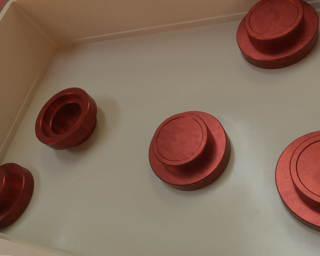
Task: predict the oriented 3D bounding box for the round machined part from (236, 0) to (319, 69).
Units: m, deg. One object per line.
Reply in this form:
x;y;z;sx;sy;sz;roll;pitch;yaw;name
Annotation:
0.146;-0.127;0.391;0.098;0.042;0.098;-12;61;23;round machined part

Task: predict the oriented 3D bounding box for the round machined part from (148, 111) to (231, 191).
0.030;0.021;0.366;0.098;0.042;0.098;-13;56;21;round machined part

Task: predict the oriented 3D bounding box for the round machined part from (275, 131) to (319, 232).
0.158;0.044;0.285;0.098;0.042;0.098;-13;56;21;round machined part

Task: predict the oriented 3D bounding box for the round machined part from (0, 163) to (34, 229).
-0.243;0.097;0.463;0.098;0.042;0.098;-13;56;21;round machined part

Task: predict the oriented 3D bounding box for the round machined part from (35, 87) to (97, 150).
-0.137;-0.010;0.473;0.098;0.042;0.098;-13;56;21;round machined part
